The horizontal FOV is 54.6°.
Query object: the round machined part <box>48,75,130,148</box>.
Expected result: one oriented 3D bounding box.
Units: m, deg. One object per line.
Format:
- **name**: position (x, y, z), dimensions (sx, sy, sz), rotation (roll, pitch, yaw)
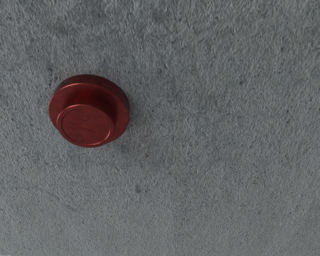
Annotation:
- **round machined part**: position (-0.088, -0.013, 0.384), dimensions (0.099, 0.042, 0.097), rotation (0, 130, 0)
